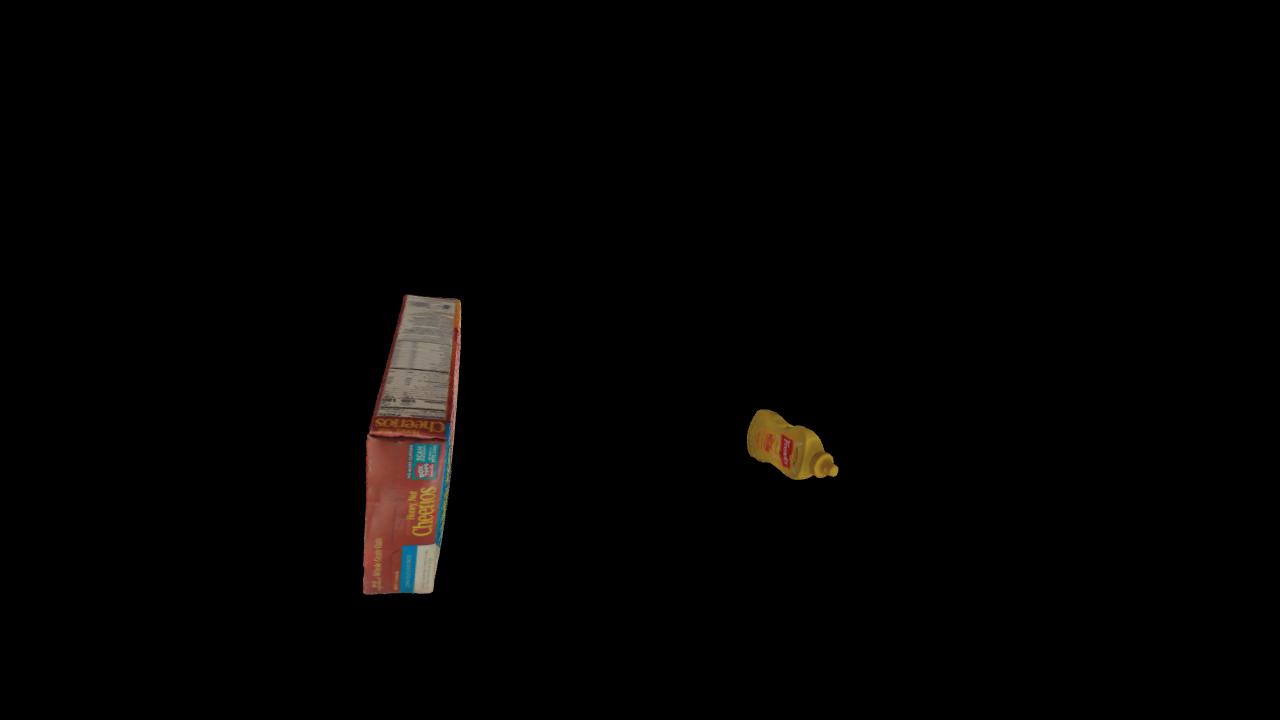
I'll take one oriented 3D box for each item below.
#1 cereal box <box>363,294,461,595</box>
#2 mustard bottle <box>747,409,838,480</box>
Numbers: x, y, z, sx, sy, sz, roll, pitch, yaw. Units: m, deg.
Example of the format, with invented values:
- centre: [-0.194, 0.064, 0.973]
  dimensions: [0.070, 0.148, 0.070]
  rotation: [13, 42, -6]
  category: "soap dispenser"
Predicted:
- centre: [-0.253, 0.079, 0.704]
  dimensions: [0.081, 0.203, 0.306]
  rotation: [5, 28, -17]
  category: "cereal box"
- centre: [0.259, 0.152, 1.035]
  dimensions: [0.054, 0.092, 0.184]
  rotation: [9, 10, -33]
  category: "mustard bottle"
